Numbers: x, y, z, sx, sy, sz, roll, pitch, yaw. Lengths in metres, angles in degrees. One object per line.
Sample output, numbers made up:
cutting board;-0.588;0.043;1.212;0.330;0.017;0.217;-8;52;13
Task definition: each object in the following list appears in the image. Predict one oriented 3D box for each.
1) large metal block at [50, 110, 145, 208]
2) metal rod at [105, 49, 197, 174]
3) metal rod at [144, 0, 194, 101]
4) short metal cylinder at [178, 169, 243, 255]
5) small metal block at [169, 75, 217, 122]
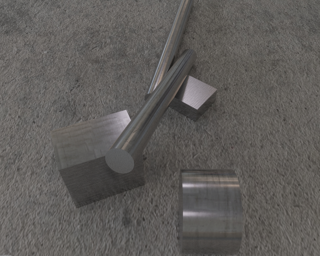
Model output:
large metal block;-0.064;0.035;0.338;0.081;0.080;0.050;-17;52;-14
metal rod;0.007;-0.045;0.377;0.025;0.025;0.301;13;32;10
metal rod;0.024;-0.152;0.530;0.025;0.025;0.300;10;51;8
short metal cylinder;0.045;0.080;0.301;0.050;0.080;0.080;1;50;1
small metal block;0.045;-0.043;0.440;0.050;0.025;0.050;31;57;23
